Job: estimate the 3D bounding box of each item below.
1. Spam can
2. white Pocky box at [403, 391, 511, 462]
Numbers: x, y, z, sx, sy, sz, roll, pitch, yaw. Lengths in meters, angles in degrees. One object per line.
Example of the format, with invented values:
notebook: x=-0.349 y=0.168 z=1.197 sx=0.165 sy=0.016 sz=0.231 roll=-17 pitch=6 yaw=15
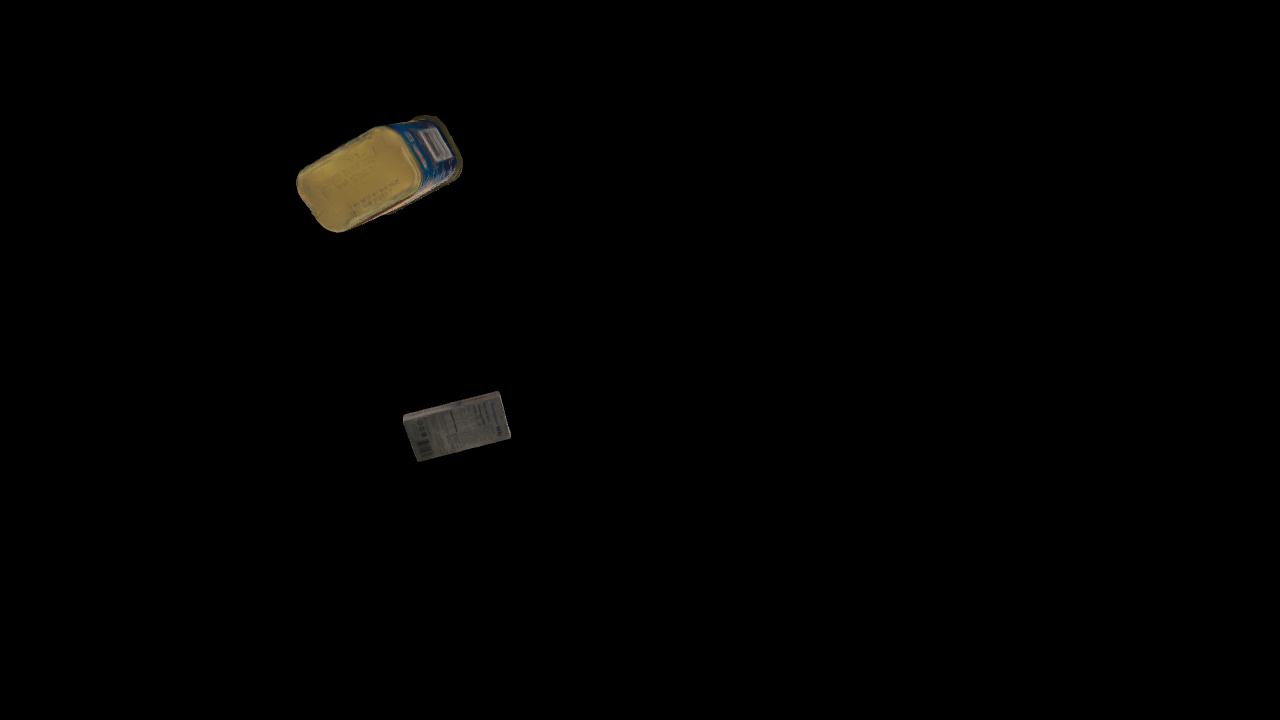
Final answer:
Spam can: x=-0.205 y=-0.149 z=0.491 sx=0.101 sy=0.058 sz=0.085 roll=-23 pitch=20 yaw=14
white Pocky box: x=-0.295 y=0.108 z=0.998 sx=0.154 sy=0.084 sz=0.028 roll=-14 pitch=27 yaw=-11
